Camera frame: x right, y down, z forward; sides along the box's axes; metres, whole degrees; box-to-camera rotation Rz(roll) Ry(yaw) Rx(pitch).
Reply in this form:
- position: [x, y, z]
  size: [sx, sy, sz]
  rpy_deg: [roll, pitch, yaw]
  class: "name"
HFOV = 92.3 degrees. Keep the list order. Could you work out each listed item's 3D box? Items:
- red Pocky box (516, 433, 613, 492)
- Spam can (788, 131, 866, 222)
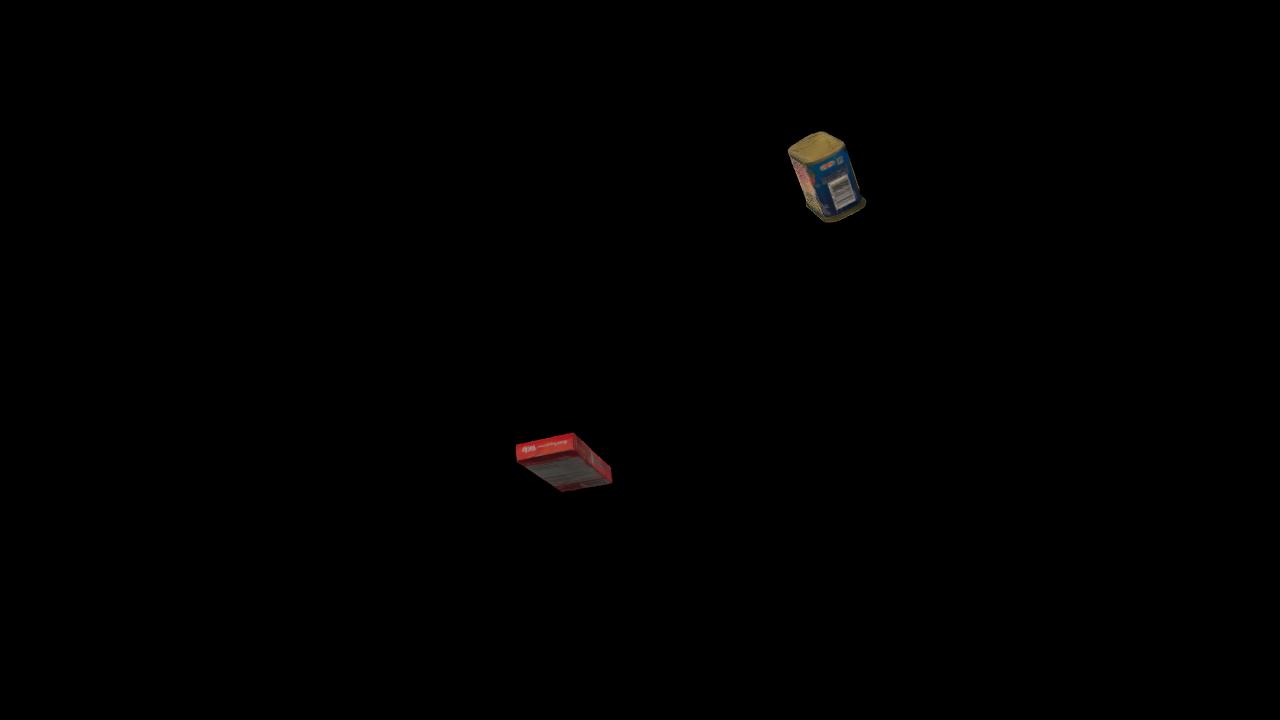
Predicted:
- position: [-0.100, 0.144, 0.845]
  size: [0.083, 0.028, 0.155]
  rpy_deg: [-12, -29, 12]
  class: "red Pocky box"
- position: [0.238, -0.237, 0.789]
  size: [0.058, 0.085, 0.101]
  rpy_deg: [-26, 30, 8]
  class: "Spam can"
